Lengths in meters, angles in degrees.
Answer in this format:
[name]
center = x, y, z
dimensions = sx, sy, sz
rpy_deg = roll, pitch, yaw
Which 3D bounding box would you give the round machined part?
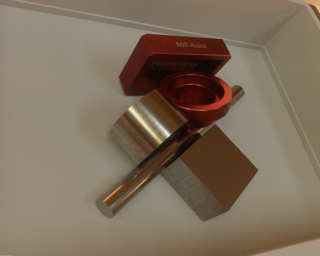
[round machined part]
center = 0.046, -0.036, 0.424
dimensions = 0.099, 0.042, 0.098
rpy_deg = 3, 39, -2

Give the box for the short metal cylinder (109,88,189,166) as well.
[short metal cylinder]
center = -0.012, -0.001, 0.364
dimensions = 0.050, 0.080, 0.080
rpy_deg = 48, 51, 4

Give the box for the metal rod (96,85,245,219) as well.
[metal rod]
center = 0.035, 0.012, 0.417
dimensions = 0.025, 0.025, 0.302
rpy_deg = 48, 51, 5

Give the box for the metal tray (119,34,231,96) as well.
[metal tray]
center = 0.021, -0.083, 0.424
dimensions = 0.131, 0.090, 0.030
rpy_deg = -7, 65, -32

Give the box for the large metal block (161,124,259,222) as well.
[large metal block]
center = 0.062, 0.055, 0.388
dimensions = 0.080, 0.050, 0.080
rpy_deg = 48, 51, 5
